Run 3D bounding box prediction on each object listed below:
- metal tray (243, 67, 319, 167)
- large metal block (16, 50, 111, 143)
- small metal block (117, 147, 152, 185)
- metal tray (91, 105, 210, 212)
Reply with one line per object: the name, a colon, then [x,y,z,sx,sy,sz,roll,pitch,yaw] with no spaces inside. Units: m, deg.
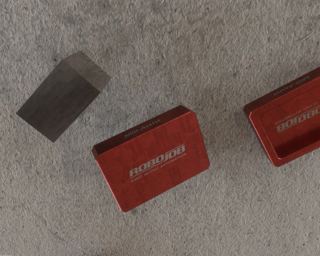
metal tray: [0.188,-0.017,0.403,0.130,0.030,0.090,-28,108,9]
large metal block: [-0.108,-0.040,0.364,0.050,0.080,0.080,42,104,-14]
small metal block: [-0.034,0.041,0.408,0.025,0.050,0.050,13,113,26]
metal tray: [-0.008,0.038,0.392,0.131,0.030,0.090,-26,117,-13]
